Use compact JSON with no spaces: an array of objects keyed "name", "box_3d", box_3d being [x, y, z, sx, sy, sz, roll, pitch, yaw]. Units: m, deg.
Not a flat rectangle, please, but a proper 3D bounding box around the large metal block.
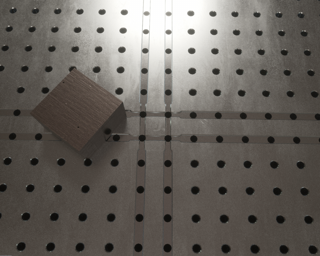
[{"name":"large metal block","box_3d":[-0.102,-0.017,0.403,0.080,0.050,0.080,35,74,11]}]
